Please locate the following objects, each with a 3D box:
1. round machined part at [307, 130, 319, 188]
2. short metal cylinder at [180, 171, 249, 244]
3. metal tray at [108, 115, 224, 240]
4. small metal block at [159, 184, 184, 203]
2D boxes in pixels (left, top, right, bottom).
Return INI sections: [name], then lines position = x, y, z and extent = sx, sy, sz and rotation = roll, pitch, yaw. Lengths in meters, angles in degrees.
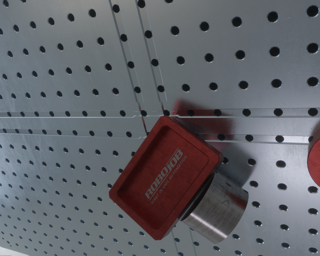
[round machined part]
position = 0.205, 0.040, 0.317
extent = 0.098, 0.042, 0.097
rotation = 13, 124, 21
[short metal cylinder]
position = 0.068, 0.099, 0.399
extent = 0.050, 0.080, 0.080
rotation = 35, 129, 0
[metal tray]
position = 0.006, 0.061, 0.390
extent = 0.090, 0.030, 0.130
rotation = 38, 99, 19
[small metal block]
position = 0.009, 0.080, 0.440
extent = 0.050, 0.050, 0.025
rotation = 36, 129, 4
